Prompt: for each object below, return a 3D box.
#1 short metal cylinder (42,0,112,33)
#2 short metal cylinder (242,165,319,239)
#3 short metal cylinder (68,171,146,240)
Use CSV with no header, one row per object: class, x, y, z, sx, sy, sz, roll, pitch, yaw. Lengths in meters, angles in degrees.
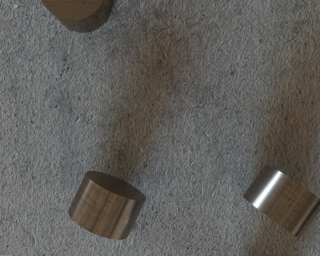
short metal cylinder,-0.105,-0.169,0.396,0.081,0.050,0.080,0,90,0
short metal cylinder,0.151,0.090,0.383,0.080,0.080,0.050,36,90,0
short metal cylinder,-0.064,0.093,0.382,0.080,0.080,0.050,25,90,0
